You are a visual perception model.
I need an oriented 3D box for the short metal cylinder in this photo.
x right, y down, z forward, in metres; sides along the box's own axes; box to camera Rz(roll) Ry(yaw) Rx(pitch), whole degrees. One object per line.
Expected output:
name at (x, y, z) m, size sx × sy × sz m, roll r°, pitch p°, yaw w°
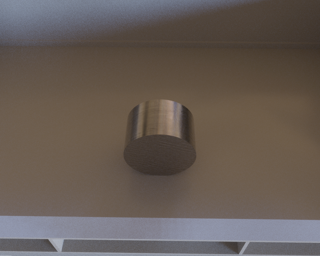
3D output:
short metal cylinder at (0.000, 0.013, 0.359) m, size 0.080 × 0.080 × 0.050 m, roll 1°, pitch 50°, yaw 0°
